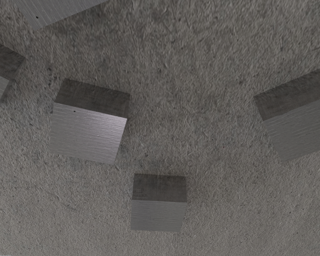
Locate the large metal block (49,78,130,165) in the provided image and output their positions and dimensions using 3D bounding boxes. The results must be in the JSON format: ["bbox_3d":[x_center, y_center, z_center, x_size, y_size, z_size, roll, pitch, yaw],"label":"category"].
[{"bbox_3d":[-0.087,-0.006,0.384,0.081,0.050,0.079,13,129,-11],"label":"large metal block"}]

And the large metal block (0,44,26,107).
[{"bbox_3d":[-0.210,-0.058,0.339,0.080,0.050,0.080,29,124,-23],"label":"large metal block"}]

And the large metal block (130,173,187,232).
[{"bbox_3d":[-0.004,0.120,0.493,0.081,0.050,0.079,4,130,-4],"label":"large metal block"}]

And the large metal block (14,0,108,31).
[{"bbox_3d":[-0.092,-0.144,0.267,0.080,0.050,0.080,-17,128,13],"label":"large metal block"}]

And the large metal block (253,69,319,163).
[{"bbox_3d":[0.172,-0.012,0.382,0.080,0.050,0.080,-24,127,18],"label":"large metal block"}]
